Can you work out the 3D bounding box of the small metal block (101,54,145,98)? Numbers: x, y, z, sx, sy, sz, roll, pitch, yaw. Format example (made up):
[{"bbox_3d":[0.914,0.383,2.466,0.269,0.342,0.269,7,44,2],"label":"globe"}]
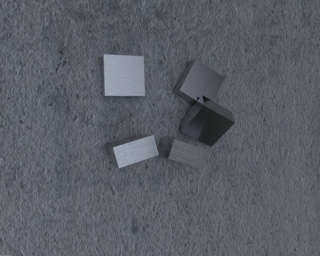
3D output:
[{"bbox_3d":[-0.047,-0.064,0.391,0.050,0.025,0.050,-2,91,-20],"label":"small metal block"}]

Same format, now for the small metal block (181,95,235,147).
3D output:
[{"bbox_3d":[0.063,-0.008,0.418,0.050,0.025,0.050,27,123,-18],"label":"small metal block"}]

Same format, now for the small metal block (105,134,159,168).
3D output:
[{"bbox_3d":[-0.036,0.027,0.382,0.050,0.050,0.025,-17,96,-19],"label":"small metal block"}]

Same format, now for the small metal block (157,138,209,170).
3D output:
[{"bbox_3d":[0.028,0.033,0.406,0.050,0.050,0.025,19,84,-19],"label":"small metal block"}]

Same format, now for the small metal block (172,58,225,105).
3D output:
[{"bbox_3d":[0.054,-0.060,0.429,0.050,0.025,0.050,30,80,-18],"label":"small metal block"}]
